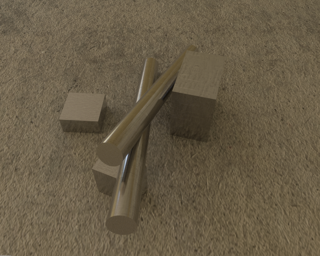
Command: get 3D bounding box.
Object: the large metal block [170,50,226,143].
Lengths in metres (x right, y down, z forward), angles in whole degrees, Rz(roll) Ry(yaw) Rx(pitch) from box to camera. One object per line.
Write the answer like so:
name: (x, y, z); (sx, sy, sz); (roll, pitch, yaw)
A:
large metal block: (0.048, -0.041, 0.402); (0.050, 0.080, 0.080); (12, 51, 9)

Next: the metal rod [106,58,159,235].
metal rod: (-0.023, -0.011, 0.366); (0.025, 0.025, 0.300); (3, 36, 2)

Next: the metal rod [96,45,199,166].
metal rod: (0.004, -0.051, 0.388); (0.025, 0.025, 0.301); (15, 34, 12)

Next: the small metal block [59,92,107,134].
small metal block: (-0.102, -0.021, 0.419); (0.050, 0.025, 0.050); (3, 50, 2)

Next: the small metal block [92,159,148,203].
small metal block: (-0.042, 0.057, 0.339); (0.050, 0.050, 0.025); (18, 53, 14)
